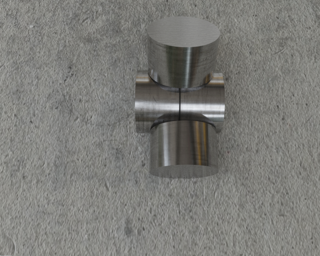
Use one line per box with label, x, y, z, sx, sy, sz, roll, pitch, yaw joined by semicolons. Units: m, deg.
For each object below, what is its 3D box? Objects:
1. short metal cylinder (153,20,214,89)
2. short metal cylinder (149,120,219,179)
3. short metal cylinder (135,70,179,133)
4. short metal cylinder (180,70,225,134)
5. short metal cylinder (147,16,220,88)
short metal cylinder;0.031;-0.102;0.435;0.081;0.050;0.080;0;70;0
short metal cylinder;0.028;0.029;0.370;0.081;0.080;0.050;0;70;0
short metal cylinder;-0.003;-0.033;0.393;0.050;0.080;0.080;1;70;0
short metal cylinder;0.049;-0.033;0.392;0.050;0.080;0.080;0;70;0
short metal cylinder;0.026;-0.089;0.359;0.081;0.050;0.080;1;41;0
